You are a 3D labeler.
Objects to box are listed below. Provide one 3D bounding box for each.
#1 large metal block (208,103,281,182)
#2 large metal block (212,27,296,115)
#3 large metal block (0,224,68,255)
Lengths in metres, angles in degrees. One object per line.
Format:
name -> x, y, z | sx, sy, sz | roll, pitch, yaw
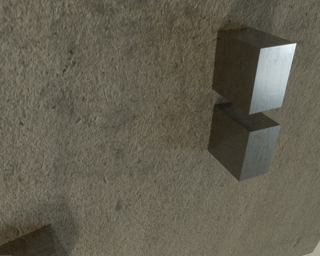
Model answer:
large metal block -> 0.116, 0.016, 0.444 | 0.050, 0.080, 0.079 | -11, 123, -22
large metal block -> 0.112, -0.074, 0.386 | 0.050, 0.080, 0.079 | -13, 124, -21
large metal block -> -0.169, 0.189, 0.415 | 0.081, 0.050, 0.080 | -22, 127, -16
